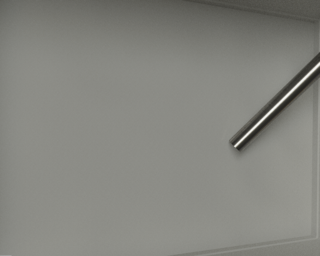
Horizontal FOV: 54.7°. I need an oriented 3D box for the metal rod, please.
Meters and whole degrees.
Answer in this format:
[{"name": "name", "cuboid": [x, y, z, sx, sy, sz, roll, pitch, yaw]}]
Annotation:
[{"name": "metal rod", "cuboid": [0.212, -0.079, 0.425, 0.025, 0.025, 0.299, 40, 102, -16]}]
